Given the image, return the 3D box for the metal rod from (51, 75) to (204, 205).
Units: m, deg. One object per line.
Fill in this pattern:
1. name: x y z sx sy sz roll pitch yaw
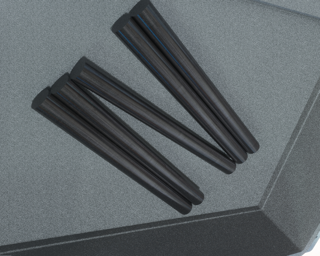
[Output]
1. metal rod: -0.021 0.035 0.417 0.025 0.025 0.300 -44 129 2

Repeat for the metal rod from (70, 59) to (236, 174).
1. metal rod: 0.014 0.002 0.416 0.301 0.025 0.025 32 100 -38

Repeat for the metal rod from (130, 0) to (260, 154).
1. metal rod: 0.065 -0.046 0.414 0.025 0.025 0.300 -45 129 3

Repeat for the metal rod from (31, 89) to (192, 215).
1. metal rod: -0.041 0.051 0.416 0.025 0.025 0.300 -44 129 2

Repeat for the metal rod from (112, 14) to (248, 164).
1. metal rod: 0.046 -0.030 0.413 0.025 0.025 0.300 -45 129 3
